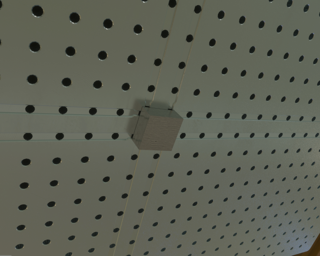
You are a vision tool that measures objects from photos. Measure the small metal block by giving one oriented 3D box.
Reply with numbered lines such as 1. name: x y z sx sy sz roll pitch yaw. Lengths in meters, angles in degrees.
1. small metal block: -0.003 0.002 0.412 0.050 0.025 0.050 5 116 -31
